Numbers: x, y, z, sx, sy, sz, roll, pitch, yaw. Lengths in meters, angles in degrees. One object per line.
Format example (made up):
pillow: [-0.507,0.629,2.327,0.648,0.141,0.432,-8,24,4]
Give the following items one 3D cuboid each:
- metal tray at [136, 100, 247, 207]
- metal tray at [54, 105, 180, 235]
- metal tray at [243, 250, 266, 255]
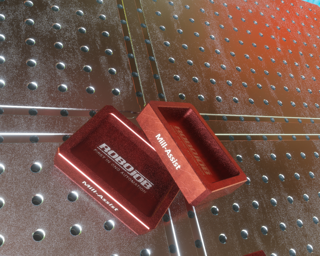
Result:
metal tray: [0.039,0.025,0.379,0.091,0.030,0.130,-2,51,-49]
metal tray: [-0.040,0.045,0.355,0.130,0.030,0.090,40,51,-1]
metal tray: [0.035,0.159,0.284,0.131,0.089,0.030,-2,46,-29]
